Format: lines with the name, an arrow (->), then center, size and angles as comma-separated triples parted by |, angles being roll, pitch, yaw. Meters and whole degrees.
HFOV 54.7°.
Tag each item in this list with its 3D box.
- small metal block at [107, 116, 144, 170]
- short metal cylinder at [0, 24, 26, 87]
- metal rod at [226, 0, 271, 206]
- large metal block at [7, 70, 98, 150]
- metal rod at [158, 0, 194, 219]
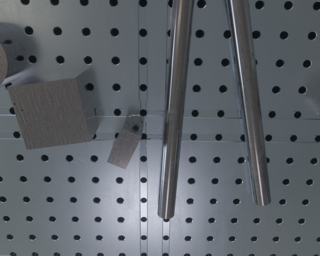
small metal block -> -0.044, 0.018, 0.406 | 0.025, 0.050, 0.050 | 24, 108, -9
short metal cylinder -> -0.210, -0.084, 0.367 | 0.081, 0.050, 0.079 | 0, 110, 0
metal rod -> 0.118, -0.030, 0.403 | 0.025, 0.025, 0.298 | -12, 110, 4
large metal block -> -0.130, -0.024, 0.390 | 0.080, 0.050, 0.079 | -8, 110, 2
metal rod -> 0.018, -0.012, 0.409 | 0.025, 0.025, 0.298 | 3, 110, -2
